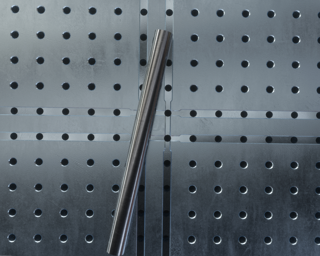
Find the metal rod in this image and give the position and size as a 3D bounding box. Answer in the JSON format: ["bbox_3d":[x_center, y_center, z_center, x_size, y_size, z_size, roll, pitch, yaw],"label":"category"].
[{"bbox_3d":[-0.027,0.019,0.413,0.025,0.025,0.298,13,90,-1],"label":"metal rod"}]
